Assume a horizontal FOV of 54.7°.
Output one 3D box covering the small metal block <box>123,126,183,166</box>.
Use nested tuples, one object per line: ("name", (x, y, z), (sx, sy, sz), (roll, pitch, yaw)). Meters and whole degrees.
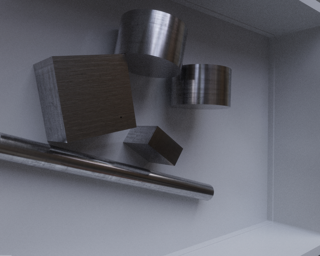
("small metal block", (-0.009, 0.022, 0.385), (0.050, 0.050, 0.025), (42, 65, -33))

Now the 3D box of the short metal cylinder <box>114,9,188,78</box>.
("short metal cylinder", (-0.011, -0.096, 0.363), (0.081, 0.080, 0.050), (16, 80, -39))

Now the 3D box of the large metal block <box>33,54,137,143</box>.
("large metal block", (-0.077, -0.033, 0.327), (0.081, 0.050, 0.079), (-14, 99, -39))

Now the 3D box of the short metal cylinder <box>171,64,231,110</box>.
("short metal cylinder", (0.055, -0.053, 0.419), (0.081, 0.080, 0.050), (3, 89, -40))

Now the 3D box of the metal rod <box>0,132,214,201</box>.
("metal rod", (-0.039, 0.057, 0.375), (0.302, 0.025, 0.025), (20, 77, -38))
